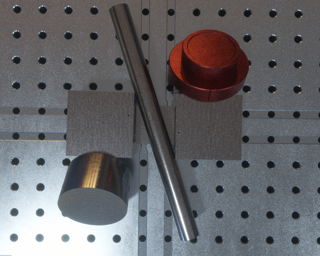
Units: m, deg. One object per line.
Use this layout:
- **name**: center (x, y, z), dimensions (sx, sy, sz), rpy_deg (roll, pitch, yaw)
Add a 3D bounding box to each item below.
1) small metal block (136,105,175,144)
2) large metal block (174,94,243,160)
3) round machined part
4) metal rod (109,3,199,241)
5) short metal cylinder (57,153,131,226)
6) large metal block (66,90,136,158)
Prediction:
- **small metal block**: center (-0.006, -0.004, 0.414), dimensions (0.050, 0.025, 0.050), rpy_deg (1, 90, 0)
- **large metal block**: center (0.060, -0.001, 0.402), dimensions (0.081, 0.050, 0.079), rpy_deg (1, 90, 0)
- **round machined part**: center (0.060, -0.083, 0.381), dimensions (0.099, 0.042, 0.098), rpy_deg (1, 55, -1)
- **metal rod**: center (-0.007, -0.007, 0.387), dimensions (0.025, 0.025, 0.298), rpy_deg (-17, 90, 0)
- **short metal cylinder**: center (-0.078, 0.076, 0.379), dimensions (0.080, 0.050, 0.079), rpy_deg (1, 133, 1)
- **large metal block**: center (-0.073, -0.005, 0.401), dimensions (0.081, 0.050, 0.079), rpy_deg (2, 90, 0)
